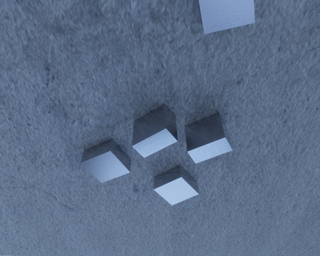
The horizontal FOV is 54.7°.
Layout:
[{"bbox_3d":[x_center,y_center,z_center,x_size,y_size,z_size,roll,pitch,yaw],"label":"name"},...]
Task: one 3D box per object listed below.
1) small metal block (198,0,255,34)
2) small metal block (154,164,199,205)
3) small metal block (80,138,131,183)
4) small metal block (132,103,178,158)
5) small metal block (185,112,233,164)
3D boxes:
[{"bbox_3d":[0.063,-0.125,0.302,0.050,0.025,0.050,-11,130,8],"label":"small metal block"},{"bbox_3d":[0.025,0.090,0.484,0.050,0.025,0.050,-28,125,21],"label":"small metal block"},{"bbox_3d":[-0.077,0.048,0.447,0.050,0.025,0.050,-23,127,17],"label":"small metal block"},{"bbox_3d":[-0.007,0.003,0.393,0.050,0.050,0.025,-28,125,21],"label":"small metal block"},{"bbox_3d":[0.062,0.012,0.402,0.050,0.050,0.025,-23,127,18],"label":"small metal block"}]
